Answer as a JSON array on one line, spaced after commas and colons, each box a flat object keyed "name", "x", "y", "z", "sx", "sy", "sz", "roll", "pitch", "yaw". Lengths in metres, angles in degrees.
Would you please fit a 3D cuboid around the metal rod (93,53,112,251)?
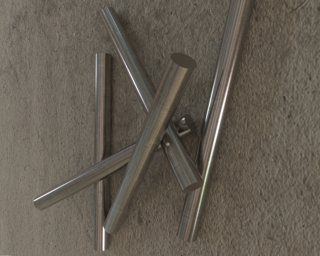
[{"name": "metal rod", "x": -0.089, "y": 0.036, "z": 0.478, "sx": 0.025, "sy": 0.025, "sz": 0.298, "roll": 1, "pitch": 91, "yaw": 40}]

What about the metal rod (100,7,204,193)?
[{"name": "metal rod", "x": -0.022, "y": -0.055, "z": 0.398, "sx": 0.025, "sy": 0.025, "sz": 0.299, "roll": -45, "pitch": 56, "yaw": 31}]

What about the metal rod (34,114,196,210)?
[{"name": "metal rod", "x": -0.080, "y": 0.059, "z": 0.443, "sx": 0.300, "sy": 0.025, "sz": 0.025, "roll": -29, "pitch": 72, "yaw": 27}]

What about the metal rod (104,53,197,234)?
[{"name": "metal rod", "x": -0.026, "y": 0.044, "z": 0.371, "sx": 0.025, "sy": 0.025, "sz": 0.298, "roll": 50, "pitch": 136, "yaw": 28}]

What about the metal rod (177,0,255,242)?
[{"name": "metal rod", "x": 0.063, "y": -0.012, "z": 0.353, "sx": 0.025, "sy": 0.025, "sz": 0.298, "roll": 19, "pitch": 102, "yaw": 38}]
